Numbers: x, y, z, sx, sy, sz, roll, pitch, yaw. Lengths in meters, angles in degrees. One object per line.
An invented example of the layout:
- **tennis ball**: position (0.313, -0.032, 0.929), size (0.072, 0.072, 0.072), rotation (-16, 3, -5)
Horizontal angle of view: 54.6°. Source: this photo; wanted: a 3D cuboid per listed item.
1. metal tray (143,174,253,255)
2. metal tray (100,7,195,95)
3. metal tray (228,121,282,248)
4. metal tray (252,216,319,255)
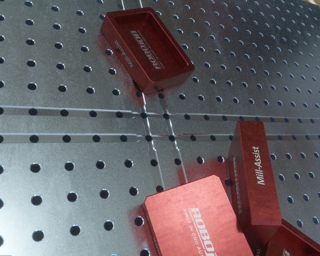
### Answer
- **metal tray**: position (0.044, 0.125, 0.333), size (0.091, 0.030, 0.130), rotation (-16, 69, -13)
- **metal tray**: position (-0.018, -0.120, 0.467), size (0.091, 0.030, 0.130), rotation (-24, 75, -36)
- **metal tray**: position (0.109, 0.067, 0.375), size (0.030, 0.090, 0.130), rotation (1, 53, 3)
- **metal tray**: position (0.151, 0.184, 0.372), size (0.090, 0.030, 0.130), rotation (36, 51, -5)
